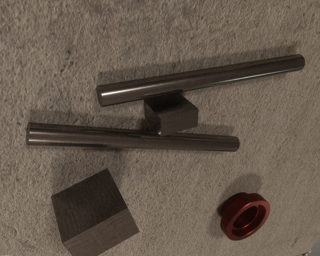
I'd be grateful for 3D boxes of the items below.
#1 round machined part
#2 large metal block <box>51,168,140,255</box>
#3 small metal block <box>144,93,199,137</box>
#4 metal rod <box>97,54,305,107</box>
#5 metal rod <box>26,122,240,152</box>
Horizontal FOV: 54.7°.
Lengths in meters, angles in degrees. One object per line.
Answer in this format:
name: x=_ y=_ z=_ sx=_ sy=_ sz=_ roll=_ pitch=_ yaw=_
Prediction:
round machined part: x=0.154 y=0.161 z=0.583 sx=0.099 sy=0.042 sz=0.097 roll=-14 pitch=125 yaw=-21
large metal block: x=-0.083 y=0.109 z=0.395 sx=0.080 sy=0.080 sz=0.050 roll=-26 pitch=128 yaw=-12
small metal block: x=0.013 y=-0.018 z=0.388 sx=0.050 sy=0.050 sz=0.025 roll=-15 pitch=125 yaw=-20
metal rod: x=0.069 y=-0.067 z=0.405 sx=0.303 sy=0.025 sz=0.025 roll=-13 pitch=124 yaw=-22
metal rod: x=-0.013 y=0.016 z=0.411 sx=0.302 sy=0.025 sz=0.025 roll=4 pitch=116 yaw=-31
